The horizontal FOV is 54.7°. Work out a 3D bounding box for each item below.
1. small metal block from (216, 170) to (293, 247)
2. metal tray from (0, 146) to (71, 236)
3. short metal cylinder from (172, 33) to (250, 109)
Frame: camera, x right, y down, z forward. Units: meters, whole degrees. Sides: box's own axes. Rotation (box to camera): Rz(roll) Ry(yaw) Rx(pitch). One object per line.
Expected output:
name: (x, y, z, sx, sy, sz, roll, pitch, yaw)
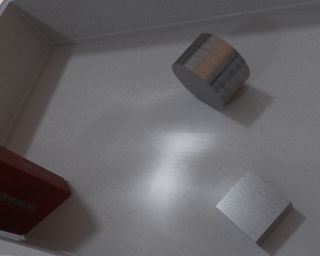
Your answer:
small metal block: (0.094, 0.079, 0.308, 0.050, 0.025, 0.050, -47, 52, -5)
metal tray: (-0.189, 0.081, 0.385, 0.090, 0.130, 0.030, -41, 51, 0)
short metal cylinder: (0.061, -0.068, 0.379, 0.050, 0.080, 0.080, -49, 52, -6)
